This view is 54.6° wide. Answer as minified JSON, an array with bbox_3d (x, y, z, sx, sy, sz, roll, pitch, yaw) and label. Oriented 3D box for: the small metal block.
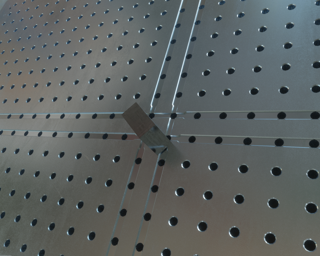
[{"bbox_3d":[-0.017,0.001,0.401,0.025,0.050,0.050,-41,51,1],"label":"small metal block"}]
